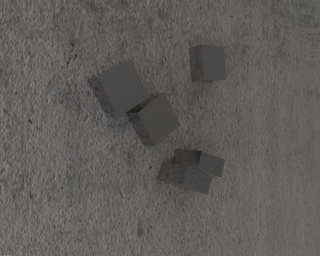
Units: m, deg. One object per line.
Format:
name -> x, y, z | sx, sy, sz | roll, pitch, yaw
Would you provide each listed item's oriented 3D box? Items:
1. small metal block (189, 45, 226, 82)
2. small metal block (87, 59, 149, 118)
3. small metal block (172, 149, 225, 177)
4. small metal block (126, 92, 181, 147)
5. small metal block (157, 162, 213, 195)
small metal block -> 0.072, -0.096, 0.465 | 0.050, 0.025, 0.050 | -8, 95, -40
small metal block -> -0.048, -0.046, 0.364 | 0.050, 0.025, 0.050 | -37, 113, -34
small metal block -> 0.053, 0.049, 0.433 | 0.050, 0.050, 0.025 | 22, 76, -38
small metal block -> -0.008, -0.011, 0.398 | 0.050, 0.025, 0.050 | -40, 115, -32
small metal block -> 0.033, 0.067, 0.416 | 0.050, 0.050, 0.025 | 28, 73, -37
